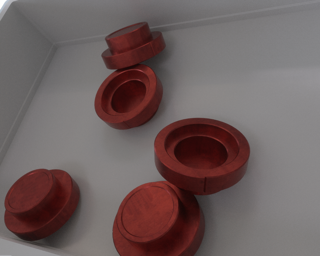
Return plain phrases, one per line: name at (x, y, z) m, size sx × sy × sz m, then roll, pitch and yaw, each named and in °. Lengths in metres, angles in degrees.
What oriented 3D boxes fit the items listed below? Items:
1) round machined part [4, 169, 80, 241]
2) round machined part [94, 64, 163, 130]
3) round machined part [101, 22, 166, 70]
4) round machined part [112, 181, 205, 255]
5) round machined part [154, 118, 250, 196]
round machined part at (-0.160, 0.093, 0.406) m, size 0.098 × 0.042 × 0.098 m, roll -14°, pitch 41°, yaw 13°
round machined part at (-0.040, -0.040, 0.440) m, size 0.098 × 0.042 × 0.098 m, roll -13°, pitch 56°, yaw 21°
round machined part at (-0.044, -0.129, 0.471) m, size 0.098 × 0.042 × 0.098 m, roll -17°, pitch 27°, yaw 9°
round machined part at (-0.006, 0.096, 0.325) m, size 0.098 × 0.042 × 0.098 m, roll -14°, pitch 43°, yaw 14°
round machined part at (0.043, 0.033, 0.333) m, size 0.099 × 0.042 × 0.098 m, roll -1°, pitch 36°, yaw 1°
